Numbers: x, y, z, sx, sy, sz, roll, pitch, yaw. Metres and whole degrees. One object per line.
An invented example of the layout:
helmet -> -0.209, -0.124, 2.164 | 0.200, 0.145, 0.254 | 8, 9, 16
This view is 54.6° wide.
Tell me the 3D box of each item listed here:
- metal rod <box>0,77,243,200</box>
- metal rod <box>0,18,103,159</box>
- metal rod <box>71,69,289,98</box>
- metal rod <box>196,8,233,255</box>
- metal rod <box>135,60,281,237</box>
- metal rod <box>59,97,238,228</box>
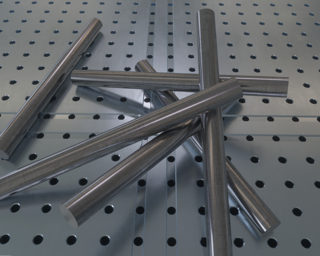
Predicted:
metal rod -> -0.053, 0.014, 0.343 | 0.301, 0.025, 0.025 | -23, 52, 2
metal rod -> -0.157, -0.080, 0.473 | 0.025, 0.025, 0.300 | 12, 51, 10
metal rod -> 0.013, -0.063, 0.424 | 0.301, 0.025, 0.025 | 6, 49, 19
metal rod -> 0.060, -0.013, 0.360 | 0.025, 0.025, 0.299 | 0, 68, 0
metal rod -> 0.043, 0.004, 0.404 | 0.025, 0.025, 0.300 | -23, 54, -18
metal rod -> 0.020, 0.008, 0.358 | 0.025, 0.025, 0.302 | 34, 48, 25
